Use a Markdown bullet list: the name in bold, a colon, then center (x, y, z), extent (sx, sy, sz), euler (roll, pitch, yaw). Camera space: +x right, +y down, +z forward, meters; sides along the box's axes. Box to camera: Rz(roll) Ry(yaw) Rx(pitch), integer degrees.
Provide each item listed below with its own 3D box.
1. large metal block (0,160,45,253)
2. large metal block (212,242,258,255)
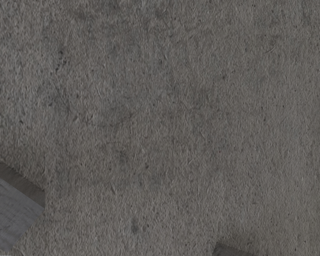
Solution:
- **large metal block**: center (-0.168, 0.071, 0.318), extent (0.080, 0.080, 0.050), euler (42, 77, -15)
- **large metal block**: center (0.111, 0.219, 0.437), extent (0.080, 0.050, 0.080), euler (25, 82, -18)
